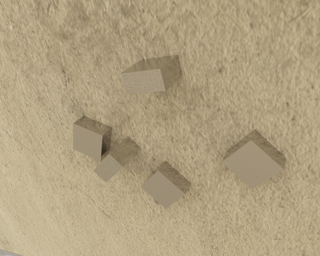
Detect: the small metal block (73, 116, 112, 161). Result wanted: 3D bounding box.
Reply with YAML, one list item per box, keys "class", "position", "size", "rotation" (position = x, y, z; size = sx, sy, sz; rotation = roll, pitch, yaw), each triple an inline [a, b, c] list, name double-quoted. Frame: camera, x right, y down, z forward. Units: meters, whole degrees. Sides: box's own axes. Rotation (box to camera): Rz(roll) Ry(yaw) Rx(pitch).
- class: "small metal block"
  position: [-0.103, 0.016, 0.469]
  size: [0.050, 0.025, 0.050]
  rotation: [22, 127, 14]

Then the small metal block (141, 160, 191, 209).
- class: "small metal block"
  position: [0.008, 0.084, 0.453]
  size: [0.050, 0.025, 0.050]
  rotation: [41, 129, -1]

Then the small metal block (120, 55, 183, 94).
- class: "small metal block"
  position: [-0.009, -0.062, 0.356]
  size: [0.050, 0.050, 0.025]
  rotation: [-1, 118, 28]

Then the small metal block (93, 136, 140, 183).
- class: "small metal block"
  position: [-0.062, 0.045, 0.450]
  size: [0.025, 0.050, 0.050]
  rotation: [45, 129, -3]

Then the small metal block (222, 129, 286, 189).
- class: "small metal block"
  position: [0.112, 0.038, 0.371]
  size: [0.050, 0.025, 0.050]
  rotation: [42, 129, -1]
